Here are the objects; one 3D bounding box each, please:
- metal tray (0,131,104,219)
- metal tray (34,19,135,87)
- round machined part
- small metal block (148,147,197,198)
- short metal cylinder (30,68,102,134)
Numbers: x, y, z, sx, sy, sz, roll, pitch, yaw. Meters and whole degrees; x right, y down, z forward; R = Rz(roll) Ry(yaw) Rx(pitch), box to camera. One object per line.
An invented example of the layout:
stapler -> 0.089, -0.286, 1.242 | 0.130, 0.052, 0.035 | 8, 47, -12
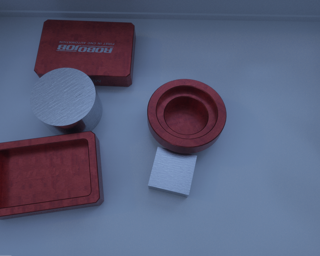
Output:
metal tray -> -0.140, 0.058, 0.384 | 0.131, 0.030, 0.090 | -8, 70, -3
metal tray -> -0.104, -0.108, 0.445 | 0.131, 0.030, 0.090 | 2, 70, 0
round machined part -> 0.033, -0.012, 0.402 | 0.099, 0.042, 0.098 | 1, 64, -2
small metal block -> 0.016, 0.056, 0.390 | 0.050, 0.025, 0.050 | 13, 71, 4
short metal cylinder -> -0.120, -0.032, 0.406 | 0.081, 0.050, 0.080 | 0, 70, 0
